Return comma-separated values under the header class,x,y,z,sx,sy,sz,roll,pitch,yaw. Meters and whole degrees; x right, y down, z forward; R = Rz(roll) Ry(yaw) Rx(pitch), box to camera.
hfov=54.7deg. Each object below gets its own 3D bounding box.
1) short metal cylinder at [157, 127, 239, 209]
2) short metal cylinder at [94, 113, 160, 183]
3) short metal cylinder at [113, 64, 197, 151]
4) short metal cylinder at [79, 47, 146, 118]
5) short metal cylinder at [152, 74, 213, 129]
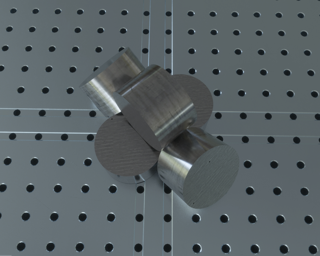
class,x,y,z,sx,sy,sz,roll,pitch,yaw
short metal cylinder,0.044,0.045,0.359,0.080,0.080,0.050,-39,39,-13
short metal cylinder,-0.037,0.026,0.388,0.081,0.050,0.080,0,70,0
short metal cylinder,-0.006,-0.021,0.336,0.050,0.080,0.080,-40,75,-13
short metal cylinder,-0.055,-0.058,0.396,0.080,0.080,0.050,-44,110,-15
short metal cylinder,0.026,-0.023,0.406,0.081,0.050,0.080,0,70,0
